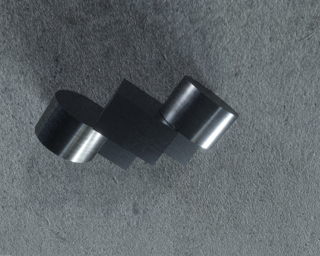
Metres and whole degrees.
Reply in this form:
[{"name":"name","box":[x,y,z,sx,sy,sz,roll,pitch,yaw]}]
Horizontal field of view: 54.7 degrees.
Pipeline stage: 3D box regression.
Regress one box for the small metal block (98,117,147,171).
[{"name":"small metal block","box":[-0.052,0.021,0.419,0.050,0.025,0.050,34,107,-12]}]

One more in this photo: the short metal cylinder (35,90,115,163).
[{"name":"short metal cylinder","box":[-0.103,-0.003,0.380,0.080,0.080,0.050,33,107,-12]}]

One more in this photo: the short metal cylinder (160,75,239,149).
[{"name":"short metal cylinder","box":[0.047,-0.020,0.375,0.080,0.080,0.050,34,107,-12]}]

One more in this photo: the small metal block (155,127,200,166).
[{"name":"small metal block","box":[0.026,0.015,0.417,0.050,0.025,0.050,34,107,-12]}]

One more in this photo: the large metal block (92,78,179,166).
[{"name":"large metal block","box":[-0.027,-0.011,0.378,0.080,0.080,0.050,33,107,-12]}]
